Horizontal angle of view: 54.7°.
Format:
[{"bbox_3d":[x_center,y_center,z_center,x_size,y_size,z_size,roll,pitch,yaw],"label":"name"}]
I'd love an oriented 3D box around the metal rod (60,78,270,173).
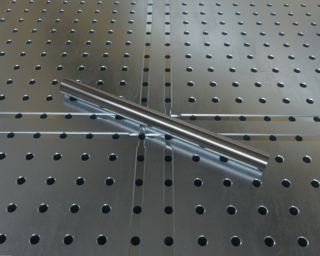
[{"bbox_3d":[-0.006,-0.010,0.416,0.301,0.025,0.025,21,53,16],"label":"metal rod"}]
